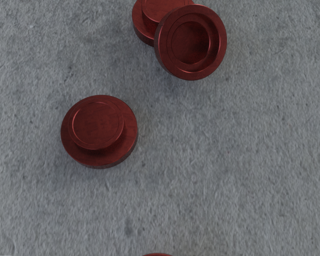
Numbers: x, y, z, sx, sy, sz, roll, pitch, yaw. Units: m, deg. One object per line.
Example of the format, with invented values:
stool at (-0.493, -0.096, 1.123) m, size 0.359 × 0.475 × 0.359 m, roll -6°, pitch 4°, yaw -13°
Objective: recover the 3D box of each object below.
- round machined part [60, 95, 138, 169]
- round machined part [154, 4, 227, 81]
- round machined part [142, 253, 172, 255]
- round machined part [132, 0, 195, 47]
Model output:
round machined part at (-0.079, 0.001, 0.398) m, size 0.099 × 0.042 × 0.098 m, roll 0°, pitch 70°, yaw -1°
round machined part at (0.038, -0.117, 0.425) m, size 0.099 × 0.042 × 0.097 m, roll -6°, pitch 108°, yaw -18°
round machined part at (-0.003, 0.186, 0.331) m, size 0.099 × 0.042 × 0.098 m, roll 0°, pitch 70°, yaw -1°
round machined part at (0.007, -0.171, 0.462) m, size 0.099 × 0.042 × 0.098 m, roll 0°, pitch 70°, yaw -1°
